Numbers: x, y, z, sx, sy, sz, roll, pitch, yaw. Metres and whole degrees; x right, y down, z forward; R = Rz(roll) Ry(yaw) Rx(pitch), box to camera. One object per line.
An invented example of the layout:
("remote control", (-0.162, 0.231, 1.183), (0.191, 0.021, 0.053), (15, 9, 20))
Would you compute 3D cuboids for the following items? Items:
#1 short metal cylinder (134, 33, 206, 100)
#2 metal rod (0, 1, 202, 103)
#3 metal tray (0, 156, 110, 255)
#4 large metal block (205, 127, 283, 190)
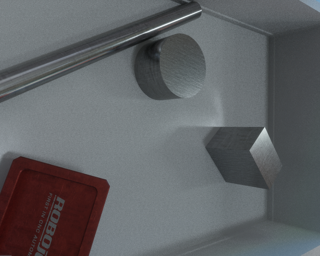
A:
("short metal cylinder", (0.014, -0.077, 0.404), (0.081, 0.050, 0.079), (0, 90, -40))
("metal rod", (-0.052, -0.102, 0.364), (0.302, 0.025, 0.025), (-34, 112, -35))
("metal tray", (-0.108, 0.100, 0.285), (0.091, 0.030, 0.130), (17, 77, -6))
("large metal block", (0.131, 0.045, 0.484), (0.050, 0.080, 0.080), (-48, 119, -29))
